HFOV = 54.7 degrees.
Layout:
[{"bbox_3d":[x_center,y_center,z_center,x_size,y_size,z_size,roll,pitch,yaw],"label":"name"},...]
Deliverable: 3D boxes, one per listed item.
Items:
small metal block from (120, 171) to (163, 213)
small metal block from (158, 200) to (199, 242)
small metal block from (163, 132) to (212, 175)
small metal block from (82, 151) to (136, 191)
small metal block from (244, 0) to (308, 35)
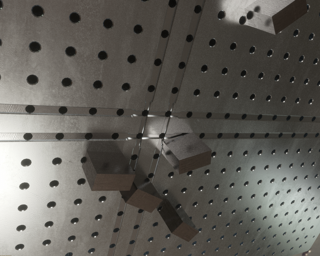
[{"bbox_3d":[-0.031,0.086,0.433,0.050,0.050,0.025,34,99,-39],"label":"small metal block"},{"bbox_3d":[0.030,0.153,0.509,0.025,0.050,0.050,-46,130,3],"label":"small metal block"},{"bbox_3d":[0.038,0.035,0.439,0.050,0.050,0.025,-15,125,-20],"label":"small metal block"},{"bbox_3d":[-0.066,0.054,0.394,0.050,0.050,0.025,7,115,-32],"label":"small metal block"},{"bbox_3d":[0.143,-0.146,0.385,0.050,0.050,0.025,-36,129,-5],"label":"small metal block"}]
